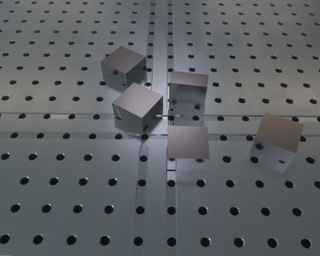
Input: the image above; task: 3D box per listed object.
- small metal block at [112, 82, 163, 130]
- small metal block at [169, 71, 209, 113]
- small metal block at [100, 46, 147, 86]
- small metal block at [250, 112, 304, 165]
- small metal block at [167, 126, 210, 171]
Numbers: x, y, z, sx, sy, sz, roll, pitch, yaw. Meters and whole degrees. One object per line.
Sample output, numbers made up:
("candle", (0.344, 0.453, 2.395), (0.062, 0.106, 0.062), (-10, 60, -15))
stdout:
("small metal block", (-0.030, -0.032, 0.434), (0.050, 0.025, 0.050), (27, 55, 21))
("small metal block", (0.039, -0.050, 0.434), (0.050, 0.050, 0.025), (8, 51, 6))
("small metal block", (-0.057, -0.099, 0.491), (0.050, 0.025, 0.050), (28, 55, 21))
("small metal block", (0.150, 0.012, 0.398), (0.050, 0.025, 0.050), (21, 53, 17))
("small metal block", (0.034, 0.025, 0.387), (0.050, 0.025, 0.050), (2, 50, 1))
